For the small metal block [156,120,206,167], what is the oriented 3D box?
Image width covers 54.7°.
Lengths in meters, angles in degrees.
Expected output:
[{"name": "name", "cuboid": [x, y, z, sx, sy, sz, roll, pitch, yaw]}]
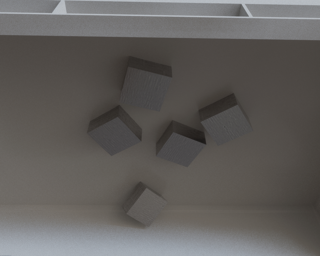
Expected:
[{"name": "small metal block", "cuboid": [0.028, 0.023, 0.429, 0.050, 0.025, 0.050, 21, 127, -18]}]

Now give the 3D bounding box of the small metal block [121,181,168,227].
[{"name": "small metal block", "cuboid": [-0.024, 0.123, 0.498, 0.050, 0.025, 0.050, 40, 86, -29]}]

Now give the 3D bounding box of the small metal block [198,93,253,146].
[{"name": "small metal block", "cuboid": [0.085, -0.010, 0.402, 0.050, 0.025, 0.050, -26, 126, 20]}]

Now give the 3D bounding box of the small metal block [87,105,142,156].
[{"name": "small metal block", "cuboid": [-0.059, 0.004, 0.412, 0.050, 0.025, 0.050, -26, 126, 20]}]

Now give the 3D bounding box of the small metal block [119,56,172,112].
[{"name": "small metal block", "cuboid": [-0.018, -0.051, 0.365, 0.050, 0.025, 0.050, 12, 129, -11]}]
